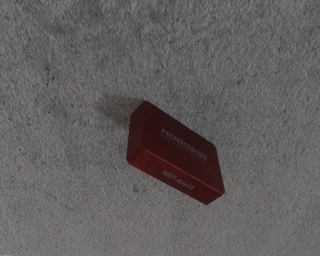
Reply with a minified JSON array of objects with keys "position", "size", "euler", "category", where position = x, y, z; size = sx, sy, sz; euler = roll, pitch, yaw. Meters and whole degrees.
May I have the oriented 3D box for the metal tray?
[{"position":[0.021,0.032,0.393],"size":[0.130,0.090,0.030],"euler":[32,123,-25],"category":"metal tray"}]
